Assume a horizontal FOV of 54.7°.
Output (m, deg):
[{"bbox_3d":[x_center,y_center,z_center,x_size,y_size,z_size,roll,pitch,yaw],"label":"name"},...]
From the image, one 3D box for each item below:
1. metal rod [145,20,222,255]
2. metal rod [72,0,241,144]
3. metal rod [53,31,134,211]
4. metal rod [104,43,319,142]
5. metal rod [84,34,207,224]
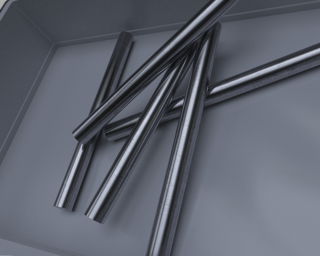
[{"bbox_3d":[0.031,0.006,0.362,0.025,0.025,0.299,5,71,30],"label":"metal rod"},{"bbox_3d":[-0.001,-0.084,0.394,0.300,0.025,0.025,-41,50,12],"label":"metal rod"},{"bbox_3d":[-0.093,-0.025,0.470,0.025,0.025,0.300,1,62,28],"label":"metal rod"},{"bbox_3d":[0.063,-0.042,0.398,0.301,0.025,0.025,-20,54,16],"label":"metal rod"},{"bbox_3d":[-0.005,-0.024,0.389,0.025,0.025,0.300,17,71,35],"label":"metal rod"}]
